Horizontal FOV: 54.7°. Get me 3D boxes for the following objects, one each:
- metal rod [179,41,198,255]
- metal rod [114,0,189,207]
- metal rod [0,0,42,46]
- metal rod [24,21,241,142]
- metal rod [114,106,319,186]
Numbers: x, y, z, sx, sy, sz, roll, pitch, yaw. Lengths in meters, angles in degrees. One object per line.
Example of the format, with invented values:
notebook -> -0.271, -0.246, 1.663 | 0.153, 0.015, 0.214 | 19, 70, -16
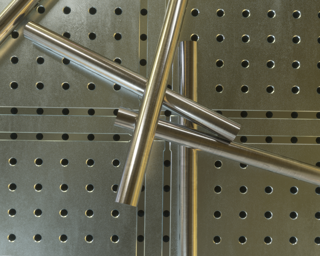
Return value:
metal rod -> 0.038, 0.036, 0.413 | 0.025, 0.025, 0.298 | 0, 90, -1
metal rod -> -0.002, -0.058, 0.369 | 0.025, 0.025, 0.299 | 14, 72, 0
metal rod -> -0.166, -0.180, 0.411 | 0.025, 0.025, 0.300 | 42, 90, -1
metal rod -> -0.039, -0.062, 0.396 | 0.301, 0.025, 0.025 | 27, 90, 6
metal rod -> 0.091, 0.028, 0.395 | 0.302, 0.025, 0.025 | 17, 90, -8
